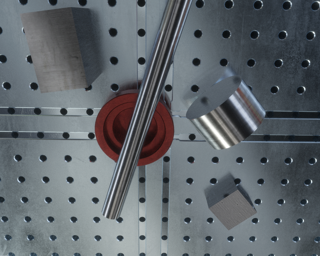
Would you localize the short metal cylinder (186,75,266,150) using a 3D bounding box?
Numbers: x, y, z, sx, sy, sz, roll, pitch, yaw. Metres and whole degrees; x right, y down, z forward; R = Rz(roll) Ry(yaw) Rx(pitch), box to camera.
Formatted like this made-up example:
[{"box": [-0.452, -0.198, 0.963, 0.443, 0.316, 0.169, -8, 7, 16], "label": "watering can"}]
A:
[{"box": [0.079, -0.019, 0.378, 0.080, 0.080, 0.050, -37, 106, 12], "label": "short metal cylinder"}]

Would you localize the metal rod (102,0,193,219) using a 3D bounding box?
[{"box": [-0.018, -0.021, 0.360, 0.025, 0.025, 0.298, 17, 109, -7], "label": "metal rod"}]

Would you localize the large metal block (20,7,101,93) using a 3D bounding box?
[{"box": [-0.106, -0.090, 0.349, 0.050, 0.080, 0.079, -7, 110, 2], "label": "large metal block"}]

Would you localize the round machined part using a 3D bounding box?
[{"box": [-0.032, -0.003, 0.403, 0.099, 0.042, 0.097, 0, 110, -1], "label": "round machined part"}]

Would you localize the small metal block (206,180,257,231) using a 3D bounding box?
[{"box": [0.105, 0.115, 0.457, 0.050, 0.025, 0.050, -37, 106, 12], "label": "small metal block"}]
